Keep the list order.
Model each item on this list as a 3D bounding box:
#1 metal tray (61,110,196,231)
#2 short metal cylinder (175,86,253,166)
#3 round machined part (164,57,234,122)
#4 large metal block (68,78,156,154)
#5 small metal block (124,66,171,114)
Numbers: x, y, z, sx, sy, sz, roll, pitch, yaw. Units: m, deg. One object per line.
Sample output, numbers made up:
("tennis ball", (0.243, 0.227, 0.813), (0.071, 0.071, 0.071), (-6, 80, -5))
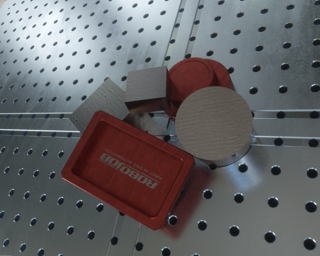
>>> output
("metal tray", (-0.036, 0.046, 0.359), (0.130, 0.030, 0.090), (26, 82, 14))
("short metal cylinder", (0.062, 0.000, 0.345), (0.080, 0.050, 0.080), (-4, 75, 16))
("round machined part", (0.043, -0.054, 0.407), (0.098, 0.042, 0.098), (-13, 56, 21))
("large metal block", (-0.068, -0.011, 0.435), (0.080, 0.050, 0.080), (-46, 51, -4))
("small metal block", (-0.014, -0.047, 0.385), (0.050, 0.025, 0.050), (-6, 55, 12))
